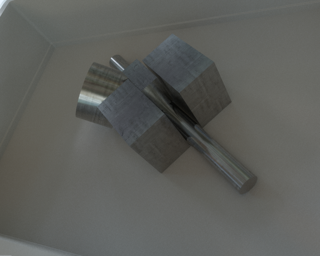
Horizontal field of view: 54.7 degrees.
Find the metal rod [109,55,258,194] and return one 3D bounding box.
[{"bbox_3d":[0.010,-0.025,0.414,0.025,0.025,0.300,-43,51,-2],"label":"metal rod"}]

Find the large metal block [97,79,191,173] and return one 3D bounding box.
[{"bbox_3d":[-0.019,-0.001,0.379,0.050,0.080,0.080,-43,51,-1],"label":"large metal block"}]

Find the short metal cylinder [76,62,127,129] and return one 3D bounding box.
[{"bbox_3d":[-0.078,-0.045,0.427,0.050,0.080,0.080,18,66,-7],"label":"short metal cylinder"}]

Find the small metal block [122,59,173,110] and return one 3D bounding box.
[{"bbox_3d":[-0.015,-0.054,0.398,0.025,0.050,0.050,-42,51,0],"label":"small metal block"}]

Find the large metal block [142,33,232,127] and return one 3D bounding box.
[{"bbox_3d":[0.035,-0.058,0.386,0.050,0.080,0.080,-42,51,-1],"label":"large metal block"}]
